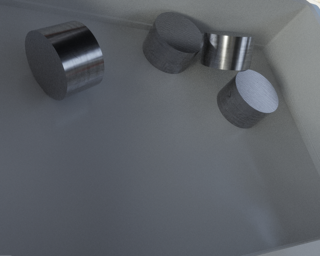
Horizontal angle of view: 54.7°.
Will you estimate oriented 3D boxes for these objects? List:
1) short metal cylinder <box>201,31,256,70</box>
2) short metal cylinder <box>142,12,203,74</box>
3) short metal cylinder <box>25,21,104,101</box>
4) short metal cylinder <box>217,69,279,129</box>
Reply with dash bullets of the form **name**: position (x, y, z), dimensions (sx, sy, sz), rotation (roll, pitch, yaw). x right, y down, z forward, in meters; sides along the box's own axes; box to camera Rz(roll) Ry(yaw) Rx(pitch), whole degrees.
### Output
- **short metal cylinder**: position (0.109, -0.127, 0.499), dimensions (0.081, 0.050, 0.080), rotation (4, 23, -1)
- **short metal cylinder**: position (0.020, -0.131, 0.480), dimensions (0.081, 0.050, 0.080), rotation (14, 56, -21)
- **short metal cylinder**: position (-0.110, -0.078, 0.359), dimensions (0.050, 0.080, 0.080), rotation (-32, 80, -38)
- **short metal cylinder**: position (0.138, -0.046, 0.492), dimensions (0.081, 0.050, 0.080), rotation (14, 56, -21)
